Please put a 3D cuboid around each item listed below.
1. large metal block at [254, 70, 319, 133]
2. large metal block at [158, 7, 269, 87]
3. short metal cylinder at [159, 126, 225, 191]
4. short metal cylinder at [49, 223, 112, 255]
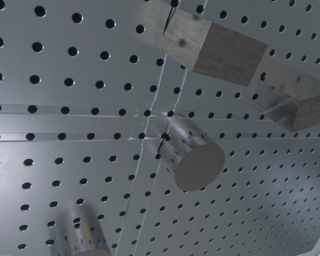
[{"bbox_3d":[0.201,-0.042,0.459,0.081,0.080,0.050,-14,124,-21],"label":"large metal block"},{"bbox_3d":[0.057,-0.092,0.350,0.081,0.080,0.050,8,114,-32],"label":"large metal block"},{"bbox_3d":[0.046,0.044,0.447,0.081,0.050,0.079,-14,124,-21],"label":"short metal cylinder"},{"bbox_3d":[-0.114,0.185,0.447,0.081,0.050,0.079,-14,124,-21],"label":"short metal cylinder"}]
